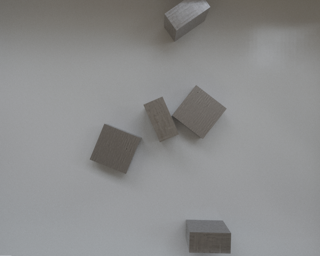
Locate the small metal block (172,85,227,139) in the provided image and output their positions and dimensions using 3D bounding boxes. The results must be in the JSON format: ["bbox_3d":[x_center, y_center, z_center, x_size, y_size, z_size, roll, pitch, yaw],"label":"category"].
[{"bbox_3d":[0.051,-0.021,0.412,0.050,0.025,0.050,38,90,0],"label":"small metal block"}]

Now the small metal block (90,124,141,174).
[{"bbox_3d":[-0.058,0.027,0.411,0.050,0.025,0.050,22,90,0],"label":"small metal block"}]

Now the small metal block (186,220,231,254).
[{"bbox_3d":[0.061,0.139,0.399,0.050,0.050,0.025,2,90,0],"label":"small metal block"}]

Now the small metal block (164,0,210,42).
[{"bbox_3d":[0.033,-0.142,0.399,0.050,0.050,0.025,-35,90,0],"label":"small metal block"}]

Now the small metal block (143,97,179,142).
[{"bbox_3d":[0.002,-0.010,0.399,0.025,0.050,0.050,-24,90,0],"label":"small metal block"}]
